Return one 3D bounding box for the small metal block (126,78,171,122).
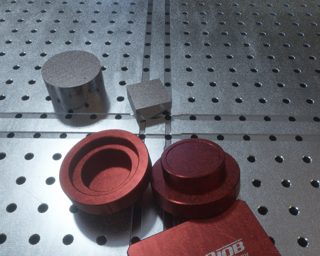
[{"bbox_3d":[-0.016,-0.041,0.442,0.050,0.025,0.050,-14,52,-12],"label":"small metal block"}]

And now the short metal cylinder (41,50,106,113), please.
[{"bbox_3d":[-0.122,-0.067,0.446,0.081,0.050,0.080,0,50,0],"label":"short metal cylinder"}]

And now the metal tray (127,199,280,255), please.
[{"bbox_3d":[0.045,0.133,0.293,0.131,0.030,0.090,-18,53,-15],"label":"metal tray"}]

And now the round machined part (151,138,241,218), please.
[{"bbox_3d":[0.037,0.047,0.338,0.099,0.042,0.098,-6,31,4],"label":"round machined part"}]

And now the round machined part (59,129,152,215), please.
[{"bbox_3d":[-0.057,0.052,0.346,0.099,0.042,0.098,-6,48,7],"label":"round machined part"}]
